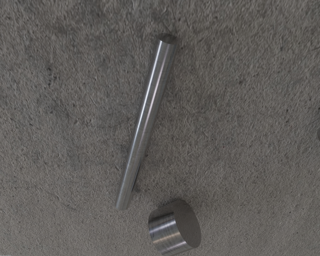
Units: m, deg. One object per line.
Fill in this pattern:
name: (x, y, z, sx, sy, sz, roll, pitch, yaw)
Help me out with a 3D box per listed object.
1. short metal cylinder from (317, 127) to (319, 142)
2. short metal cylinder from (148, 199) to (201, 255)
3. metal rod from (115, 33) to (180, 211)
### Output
short metal cylinder: (0.244, 0.003, 0.376, 0.081, 0.080, 0.050, 8, 130, -7)
short metal cylinder: (0.025, 0.165, 0.512, 0.050, 0.080, 0.080, -30, 124, 23)
metal rod: (-0.027, 0.016, 0.420, 0.025, 0.025, 0.298, 11, 129, -9)
